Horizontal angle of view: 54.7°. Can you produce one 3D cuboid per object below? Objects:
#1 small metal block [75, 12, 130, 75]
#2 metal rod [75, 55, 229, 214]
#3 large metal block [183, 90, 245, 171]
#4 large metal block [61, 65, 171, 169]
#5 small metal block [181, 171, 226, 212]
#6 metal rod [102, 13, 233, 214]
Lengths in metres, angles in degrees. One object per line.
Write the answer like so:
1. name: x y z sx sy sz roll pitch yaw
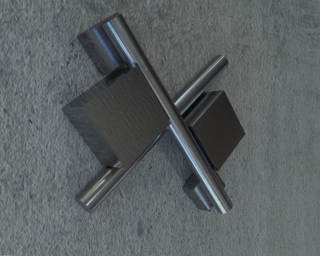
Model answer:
1. small metal block: -0.059 -0.097 0.357 0.050 0.025 0.050 -45 117 -31
2. metal rod: 0.007 -0.010 0.412 0.301 0.025 0.025 -46 118 -30
3. large metal block: 0.069 0.003 0.447 0.080 0.050 0.080 -47 118 -30
4. large metal block: -0.046 -0.013 0.349 0.080 0.050 0.080 -45 117 -31
5. small metal block: 0.066 0.087 0.462 0.050 0.025 0.050 -51 120 -28
6. metal rod: 0.021 0.000 0.390 0.025 0.025 0.299 -47 118 -30
